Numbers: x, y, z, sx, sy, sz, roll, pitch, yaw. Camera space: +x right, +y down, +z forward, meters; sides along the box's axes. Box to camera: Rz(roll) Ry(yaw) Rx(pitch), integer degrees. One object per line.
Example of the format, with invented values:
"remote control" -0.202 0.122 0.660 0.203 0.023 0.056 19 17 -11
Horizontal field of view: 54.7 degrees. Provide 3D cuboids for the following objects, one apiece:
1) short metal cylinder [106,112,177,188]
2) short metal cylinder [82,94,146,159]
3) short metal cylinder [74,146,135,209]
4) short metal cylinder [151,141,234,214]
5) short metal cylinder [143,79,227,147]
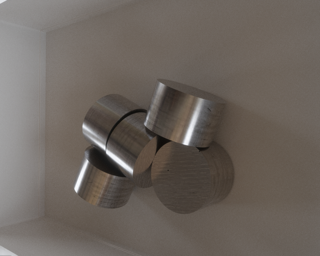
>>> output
"short metal cylinder" -0.019 0.027 0.383 0.050 0.081 0.079 33 111 35
"short metal cylinder" -0.054 0.001 0.411 0.050 0.081 0.079 32 110 35
"short metal cylinder" -0.072 0.064 0.425 0.080 0.081 0.050 36 112 34
"short metal cylinder" 0.037 0.053 0.356 0.080 0.050 0.079 0 90 39
"short metal cylinder" 0.027 -0.018 0.345 0.080 0.081 0.050 29 108 36
